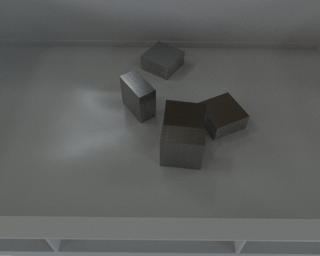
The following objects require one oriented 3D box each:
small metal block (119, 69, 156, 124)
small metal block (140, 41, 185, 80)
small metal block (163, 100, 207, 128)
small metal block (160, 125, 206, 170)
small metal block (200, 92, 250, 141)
[{"bbox_3d":[-0.030,-0.043,0.425,0.025,0.050,0.050,-28,56,-21],"label":"small metal block"},{"bbox_3d":[0.004,-0.109,0.497,0.050,0.025,0.050,28,55,21],"label":"small metal block"},{"bbox_3d":[0.031,-0.007,0.395,0.050,0.025,0.050,7,87,5],"label":"small metal block"},{"bbox_3d":[0.026,0.024,0.369,0.050,0.050,0.025,5,50,4],"label":"small metal block"},{"bbox_3d":[0.083,-0.016,0.420,0.050,0.025,0.050,-20,53,-17],"label":"small metal block"}]
